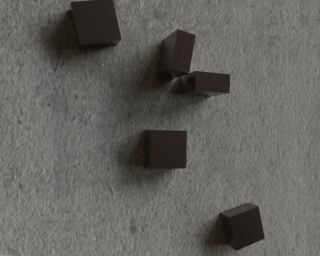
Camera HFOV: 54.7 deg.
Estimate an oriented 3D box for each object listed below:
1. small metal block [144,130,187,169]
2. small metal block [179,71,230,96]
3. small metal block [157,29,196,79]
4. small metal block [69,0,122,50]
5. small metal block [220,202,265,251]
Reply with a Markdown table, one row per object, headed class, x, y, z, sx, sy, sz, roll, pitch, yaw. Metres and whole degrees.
| class | x | y | z | sx | sy | sz | roll | pitch | yaw |
| --- | --- | --- | --- | --- | --- | --- | --- | --- | --- |
| small metal block | 0.007 | 0.028 | 0.413 | 0.050 | 0.025 | 0.050 | 2 | 90 | -21 |
| small metal block | 0.059 | -0.058 | 0.419 | 0.050 | 0.050 | 0.025 | 2 | 90 | -20 |
| small metal block | 0.020 | -0.094 | 0.404 | 0.025 | 0.050 | 0.050 | 12 | 86 | -20 |
| small metal block | -0.080 | -0.127 | 0.380 | 0.050 | 0.025 | 0.050 | -14 | 95 | -20 |
| small metal block | 0.122 | 0.144 | 0.456 | 0.050 | 0.025 | 0.050 | -14 | 95 | -20 |
